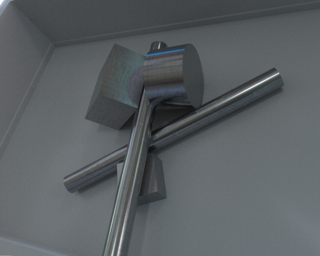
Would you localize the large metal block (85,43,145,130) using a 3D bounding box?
[{"bbox_3d":[-0.060,-0.053,0.425,0.080,0.050,0.080,-40,34,57],"label":"large metal block"}]

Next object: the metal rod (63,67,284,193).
[{"bbox_3d":[0.009,0.008,0.392,0.301,0.025,0.025,-28,53,10],"label":"metal rod"}]

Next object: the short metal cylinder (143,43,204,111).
[{"bbox_3d":[0.019,-0.063,0.395,0.050,0.080,0.080,-3,60,25],"label":"short metal cylinder"}]

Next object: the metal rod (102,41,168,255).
[{"bbox_3d":[-0.025,0.014,0.373,0.025,0.025,0.300,-4,58,25],"label":"metal rod"}]

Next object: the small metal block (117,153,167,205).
[{"bbox_3d":[-0.023,0.064,0.376,0.050,0.025,0.050,-19,54,16],"label":"small metal block"}]
